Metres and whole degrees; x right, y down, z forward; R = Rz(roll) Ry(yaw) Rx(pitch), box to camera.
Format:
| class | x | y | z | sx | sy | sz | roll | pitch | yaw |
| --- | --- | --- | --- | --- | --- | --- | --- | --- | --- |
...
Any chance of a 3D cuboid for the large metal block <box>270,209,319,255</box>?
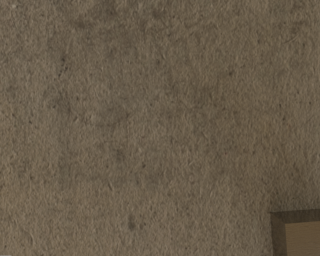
| class | x | y | z | sx | sy | sz | roll | pitch | yaw |
| --- | --- | --- | --- | --- | --- | --- | --- | --- | --- |
| large metal block | 0.194 | 0.153 | 0.400 | 0.081 | 0.050 | 0.079 | -4 | 90 | -1 |
